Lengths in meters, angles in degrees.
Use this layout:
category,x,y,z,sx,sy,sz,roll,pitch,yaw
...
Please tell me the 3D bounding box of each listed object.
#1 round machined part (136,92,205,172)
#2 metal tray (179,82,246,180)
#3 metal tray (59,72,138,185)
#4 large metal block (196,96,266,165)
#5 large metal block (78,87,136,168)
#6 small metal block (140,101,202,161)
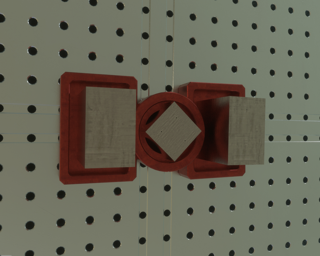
category,x,y,z,sx,sy,sz,roll,pitch,yaw
round machined part,0.004,0.005,0.396,0.099,0.042,0.097,0,90,-20
metal tray,0.074,0.003,0.436,0.091,0.030,0.129,0,90,-20
metal tray,-0.076,0.001,0.381,0.091,0.030,0.129,1,90,-20
large metal block,0.089,0.003,0.402,0.050,0.080,0.080,2,90,-20
large metal block,-0.062,-0.001,0.346,0.050,0.080,0.080,1,90,-20
small metal block,0.013,0.004,0.374,0.050,0.025,0.050,46,76,-14
